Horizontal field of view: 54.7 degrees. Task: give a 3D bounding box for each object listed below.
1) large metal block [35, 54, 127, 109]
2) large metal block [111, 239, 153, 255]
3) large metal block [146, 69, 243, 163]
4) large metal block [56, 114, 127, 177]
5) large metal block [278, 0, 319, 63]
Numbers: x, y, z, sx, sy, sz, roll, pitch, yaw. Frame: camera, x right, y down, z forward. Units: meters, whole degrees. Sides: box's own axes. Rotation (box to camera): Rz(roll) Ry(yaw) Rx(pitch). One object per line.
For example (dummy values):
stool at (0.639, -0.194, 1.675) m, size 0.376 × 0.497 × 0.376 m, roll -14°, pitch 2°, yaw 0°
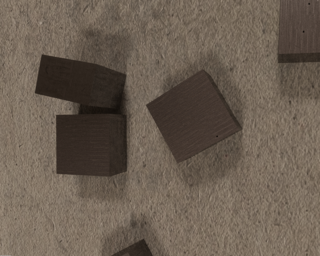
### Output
large metal block at (-0.103, -0.060, 0.415) m, size 0.080 × 0.080 × 0.050 m, roll 13°, pitch 95°, yaw 19°
large metal block at (-0.044, 0.208, 0.410) m, size 0.080 × 0.050 × 0.080 m, roll -33°, pitch 80°, yaw 16°
large metal block at (0.043, -0.013, 0.380) m, size 0.080 × 0.050 × 0.080 m, roll -31°, pitch 80°, yaw 17°
large metal block at (-0.093, 0.022, 0.427) m, size 0.080 × 0.050 × 0.079 m, roll 0°, pitch 90°, yaw 19°
large metal block at (0.172, -0.116, 0.335) m, size 0.080 × 0.050 × 0.079 m, roll 2°, pitch 91°, yaw 19°
